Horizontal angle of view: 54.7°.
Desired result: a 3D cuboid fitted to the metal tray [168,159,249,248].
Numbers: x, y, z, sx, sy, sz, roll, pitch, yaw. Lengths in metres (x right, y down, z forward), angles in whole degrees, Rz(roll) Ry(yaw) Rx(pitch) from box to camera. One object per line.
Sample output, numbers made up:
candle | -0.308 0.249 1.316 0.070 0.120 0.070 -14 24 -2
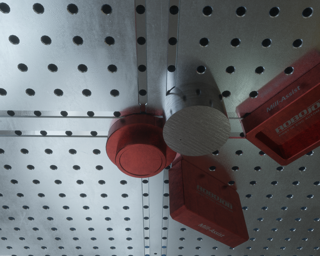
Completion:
metal tray | 0.072 0.114 0.466 0.130 0.090 0.030 32 123 -25

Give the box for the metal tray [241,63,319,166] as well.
metal tray | 0.184 -0.013 0.399 0.090 0.030 0.130 34 122 -26

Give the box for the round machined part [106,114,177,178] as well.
round machined part | -0.025 0.032 0.427 0.099 0.042 0.097 0 130 0

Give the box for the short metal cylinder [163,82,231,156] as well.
short metal cylinder | 0.044 -0.011 0.387 0.081 0.050 0.079 0 130 0
